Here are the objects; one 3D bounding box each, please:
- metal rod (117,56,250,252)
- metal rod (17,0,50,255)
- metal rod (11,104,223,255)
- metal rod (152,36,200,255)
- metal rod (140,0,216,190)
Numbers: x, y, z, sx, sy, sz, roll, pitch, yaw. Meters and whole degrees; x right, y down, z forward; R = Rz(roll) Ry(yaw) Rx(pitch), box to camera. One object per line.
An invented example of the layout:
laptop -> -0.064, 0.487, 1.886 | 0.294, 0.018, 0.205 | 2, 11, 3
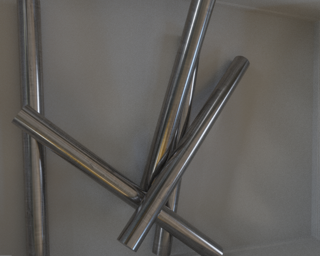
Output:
metal rod -> 0.042, 0.014, 0.394 | 0.025, 0.025, 0.301 | 42, 64, -15
metal rod -> -0.146, 0.003, 0.356 | 0.025, 0.025, 0.298 | -2, 91, -20
metal rod -> -0.037, 0.076, 0.369 | 0.301, 0.025, 0.025 | 39, 77, -16
metal rod -> 0.024, 0.019, 0.420 | 0.025, 0.025, 0.298 | 10, 87, -20
metal rod -> 0.019, -0.038, 0.360 | 0.025, 0.025, 0.298 | 9, 109, -20
